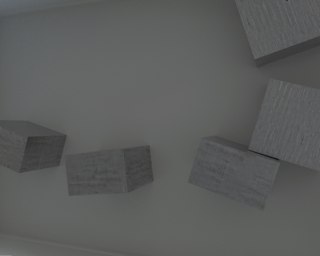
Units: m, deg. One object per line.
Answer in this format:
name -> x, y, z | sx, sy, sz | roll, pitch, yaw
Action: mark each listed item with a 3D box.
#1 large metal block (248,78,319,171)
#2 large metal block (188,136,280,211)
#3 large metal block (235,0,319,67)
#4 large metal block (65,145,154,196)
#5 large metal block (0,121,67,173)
large metal block -> 0.151, -0.004, 0.344 | 0.080, 0.050, 0.080 | 17, 96, 19
large metal block -> 0.086, 0.046, 0.351 | 0.080, 0.080, 0.050 | 18, 96, 19
large metal block -> 0.136, -0.124, 0.349 | 0.080, 0.050, 0.080 | -18, 84, 19
large metal block -> -0.063, 0.053, 0.403 | 0.080, 0.080, 0.050 | -7, 88, 20
large metal block -> -0.199, 0.024, 0.452 | 0.080, 0.080, 0.050 | 17, 96, 19
